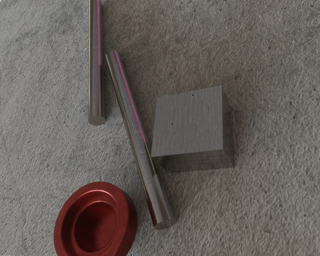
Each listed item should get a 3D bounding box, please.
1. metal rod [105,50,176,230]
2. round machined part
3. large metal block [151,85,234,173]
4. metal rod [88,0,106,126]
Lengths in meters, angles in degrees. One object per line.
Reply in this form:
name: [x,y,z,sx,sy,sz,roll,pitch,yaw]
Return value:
metal rod: [-0.037,-0.007,0.425,0.025,0.025,0.299,-28,52,10]
round machined part: [-0.069,0.115,0.357,0.098,0.042,0.098,-13,56,20]
large metal block: [0.040,0.004,0.364,0.080,0.050,0.080,-8,58,23]
metal rod: [-0.112,-0.133,0.541,0.025,0.025,0.299,-20,54,16]
